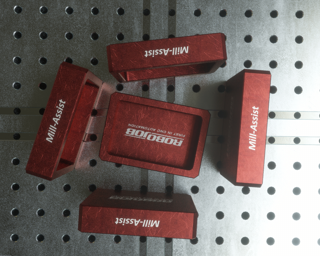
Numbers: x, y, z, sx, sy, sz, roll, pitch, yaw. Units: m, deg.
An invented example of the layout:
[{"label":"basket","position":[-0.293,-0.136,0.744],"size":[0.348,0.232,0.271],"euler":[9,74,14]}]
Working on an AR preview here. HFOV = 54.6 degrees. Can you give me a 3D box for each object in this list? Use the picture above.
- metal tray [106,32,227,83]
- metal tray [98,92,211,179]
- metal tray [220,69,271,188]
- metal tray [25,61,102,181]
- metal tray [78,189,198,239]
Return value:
[{"label":"metal tray","position":[0.008,-0.083,0.380],"size":[0.131,0.090,0.030],"euler":[-6,90,0]},{"label":"metal tray","position":[-0.007,0.009,0.410],"size":[0.131,0.030,0.090],"euler":[11,90,-1]},{"label":"metal tray","position":[0.102,0.000,0.381],"size":[0.030,0.090,0.129],"euler":[5,90,0]},{"label":"metal tray","position":[-0.113,-0.008,0.380],"size":[0.030,0.090,0.129],"euler":[18,90,0]},{"label":"metal tray","position":[-0.024,0.102,0.381],"size":[0.131,0.090,0.030],"euler":[4,90,0]}]
